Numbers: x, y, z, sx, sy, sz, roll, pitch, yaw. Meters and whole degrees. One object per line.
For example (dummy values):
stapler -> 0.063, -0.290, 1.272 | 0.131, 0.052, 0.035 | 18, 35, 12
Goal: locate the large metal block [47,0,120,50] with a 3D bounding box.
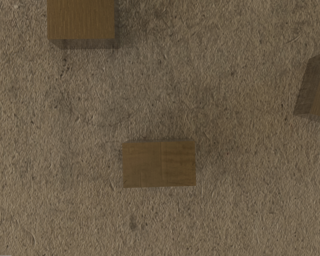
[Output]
large metal block -> -0.095, -0.147, 0.396 | 0.081, 0.050, 0.079 | -1, 90, 0

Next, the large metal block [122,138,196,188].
large metal block -> -0.001, 0.040, 0.382 | 0.081, 0.080, 0.050 | -2, 90, 0

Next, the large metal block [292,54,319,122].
large metal block -> 0.231, -0.045, 0.399 | 0.080, 0.050, 0.080 | 16, 90, 0
